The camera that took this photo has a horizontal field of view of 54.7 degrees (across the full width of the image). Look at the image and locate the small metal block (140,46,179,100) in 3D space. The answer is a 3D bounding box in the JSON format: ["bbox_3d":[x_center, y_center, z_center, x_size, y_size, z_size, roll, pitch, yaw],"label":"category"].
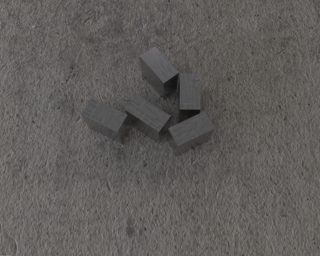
[{"bbox_3d":[-0.001,-0.074,0.422,0.025,0.050,0.050,-37,74,-12],"label":"small metal block"}]

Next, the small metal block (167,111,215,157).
[{"bbox_3d":[0.038,0.009,0.392,0.050,0.050,0.025,-25,72,-9],"label":"small metal block"}]

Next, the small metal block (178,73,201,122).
[{"bbox_3d":[0.037,-0.037,0.409,0.025,0.050,0.050,1,70,0],"label":"small metal block"}]

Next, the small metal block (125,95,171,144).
[{"bbox_3d":[-0.014,-0.010,0.398,0.050,0.050,0.025,33,74,11],"label":"small metal block"}]

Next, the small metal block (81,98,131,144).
[{"bbox_3d":[-0.067,-0.008,0.397,0.050,0.050,0.025,25,72,9],"label":"small metal block"}]
